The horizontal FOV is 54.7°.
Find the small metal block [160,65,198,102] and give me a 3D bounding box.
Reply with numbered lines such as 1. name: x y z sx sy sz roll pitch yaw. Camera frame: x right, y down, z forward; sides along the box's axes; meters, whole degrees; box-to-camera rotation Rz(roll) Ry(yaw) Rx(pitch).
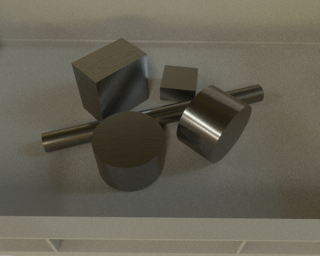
1. small metal block: 0.029 -0.065 0.458 0.050 0.025 0.050 7 50 5

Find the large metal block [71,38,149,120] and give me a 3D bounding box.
1. large metal block: -0.063 -0.062 0.420 0.080 0.080 0.050 -36 59 -26

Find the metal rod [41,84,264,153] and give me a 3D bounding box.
1. metal rod: 0.000 -0.016 0.417 0.302 0.025 0.025 -14 52 -12

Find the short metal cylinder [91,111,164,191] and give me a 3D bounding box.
1. short metal cylinder: -0.036 0.026 0.364 0.081 0.050 0.080 0 50 0

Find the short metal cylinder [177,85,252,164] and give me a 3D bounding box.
1. short metal cylinder: 0.065 -0.004 0.372 0.050 0.080 0.080 35 58 25
